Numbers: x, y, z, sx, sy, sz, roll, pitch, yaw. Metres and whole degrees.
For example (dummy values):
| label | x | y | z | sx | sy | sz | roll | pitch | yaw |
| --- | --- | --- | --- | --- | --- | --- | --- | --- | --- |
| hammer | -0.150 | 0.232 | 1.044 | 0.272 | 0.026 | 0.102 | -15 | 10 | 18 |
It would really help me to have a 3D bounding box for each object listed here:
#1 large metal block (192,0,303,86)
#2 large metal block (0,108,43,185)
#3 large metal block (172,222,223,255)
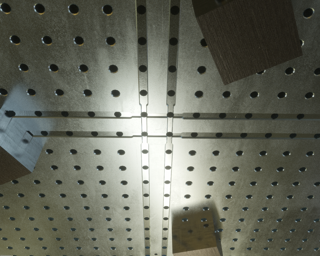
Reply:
| label | x | y | z | sx | sy | sz | roll | pitch | yaw |
| --- | --- | --- | --- | --- | --- | --- | --- | --- | --- |
| large metal block | 0.086 | -0.101 | 0.310 | 0.080 | 0.050 | 0.080 | -21 | 127 | 16 |
| large metal block | -0.224 | 0.030 | 0.419 | 0.080 | 0.050 | 0.080 | -21 | 127 | 17 |
| large metal block | 0.073 | 0.228 | 0.590 | 0.080 | 0.050 | 0.080 | -14 | 129 | 11 |
